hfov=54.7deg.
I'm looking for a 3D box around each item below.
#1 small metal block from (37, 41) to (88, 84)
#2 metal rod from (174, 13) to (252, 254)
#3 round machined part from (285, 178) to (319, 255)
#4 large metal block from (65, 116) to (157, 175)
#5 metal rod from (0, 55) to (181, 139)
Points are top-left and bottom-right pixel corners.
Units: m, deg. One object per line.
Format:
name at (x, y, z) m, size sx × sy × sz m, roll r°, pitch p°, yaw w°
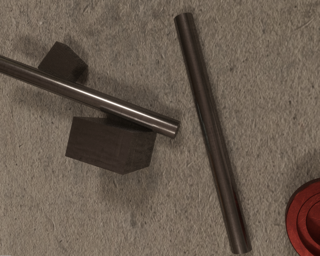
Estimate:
small metal block at (-0.144, -0.091, 0.458) m, size 0.050 × 0.025 × 0.050 m, roll 45°, pitch 103°, yaw 14°
metal rod at (0.064, 0.003, 0.385) m, size 0.025 × 0.025 × 0.298 m, roll -15°, pitch 85°, yaw 19°
round machined part at (0.188, 0.101, 0.334) m, size 0.098 × 0.042 × 0.097 m, roll 0°, pitch 90°, yaw 19°
large metal block at (-0.060, 0.020, 0.400) m, size 0.080 × 0.080 × 0.050 m, roll 15°, pitch 95°, yaw 19°
metal rod at (-0.116, -0.049, 0.426) m, size 0.301 × 0.025 × 0.025 m, roll 21°, pitch 97°, yaw 10°
